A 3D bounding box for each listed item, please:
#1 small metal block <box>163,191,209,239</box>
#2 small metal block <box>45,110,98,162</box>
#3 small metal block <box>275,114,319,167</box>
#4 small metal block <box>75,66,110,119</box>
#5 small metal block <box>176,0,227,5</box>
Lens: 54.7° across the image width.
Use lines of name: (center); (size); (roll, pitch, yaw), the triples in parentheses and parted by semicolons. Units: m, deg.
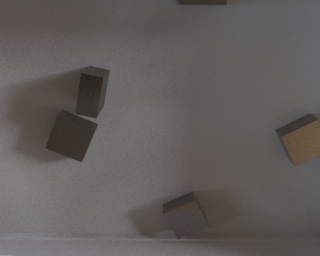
small metal block: (0.038, 0.129, 0.459); (0.050, 0.025, 0.050); (-25, 108, 9)
small metal block: (-0.117, 0.011, 0.414); (0.050, 0.025, 0.050); (23, 108, -9)
small metal block: (0.193, 0.016, 0.419); (0.050, 0.025, 0.050); (-27, 108, 9)
small metal block: (-0.082, -0.045, 0.380); (0.025, 0.050, 0.050); (12, 110, -5)
small metal block: (0.044, -0.149, 0.343); (0.050, 0.050, 0.025); (1, 110, 0)
